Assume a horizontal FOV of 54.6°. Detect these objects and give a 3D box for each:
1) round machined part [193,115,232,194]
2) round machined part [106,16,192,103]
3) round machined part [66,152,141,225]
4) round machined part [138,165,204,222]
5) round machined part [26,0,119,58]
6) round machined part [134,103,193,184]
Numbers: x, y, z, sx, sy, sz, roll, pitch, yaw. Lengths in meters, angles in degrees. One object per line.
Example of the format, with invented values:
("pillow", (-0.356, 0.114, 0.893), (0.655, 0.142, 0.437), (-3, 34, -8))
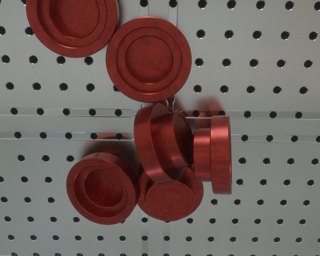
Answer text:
("round machined part", (0.067, 0.033, 0.389), (0.042, 0.098, 0.097), (-2, 111, 14))
("round machined part", (-0.013, -0.083, 0.374), (0.099, 0.042, 0.097), (0, 110, 0))
("round machined part", (-0.073, 0.079, 0.424), (0.098, 0.042, 0.097), (4, 108, 14))
("round machined part", (0.013, 0.092, 0.438), (0.099, 0.042, 0.097), (0, 110, 0))
("round machined part", (-0.096, -0.132, 0.355), (0.099, 0.042, 0.097), (0, 110, 0))
("round machined part", (0.011, 0.016, 0.377), (0.042, 0.098, 0.098), (-16, 110, 22))
